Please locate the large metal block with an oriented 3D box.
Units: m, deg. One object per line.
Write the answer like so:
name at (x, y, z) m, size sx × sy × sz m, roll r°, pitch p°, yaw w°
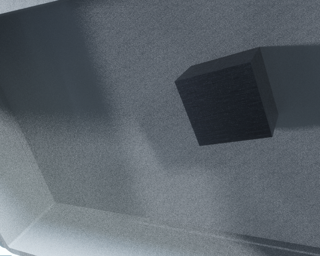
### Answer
large metal block at (0.074, -0.032, 0.334) m, size 0.080 × 0.050 × 0.080 m, roll -10°, pitch 114°, yaw 32°
